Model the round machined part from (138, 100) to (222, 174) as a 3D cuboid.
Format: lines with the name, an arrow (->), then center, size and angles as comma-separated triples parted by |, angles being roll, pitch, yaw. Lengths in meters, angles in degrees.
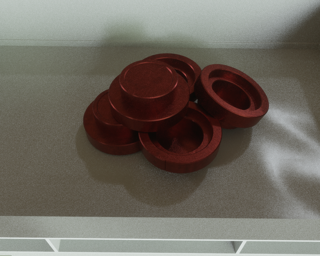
round machined part -> 0.024, 0.014, 0.380 | 0.099, 0.042, 0.098 | 0, 50, 0

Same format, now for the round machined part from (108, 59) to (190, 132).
round machined part -> -0.013, -0.046, 0.374 | 0.099, 0.042, 0.098 | 0, 50, 0

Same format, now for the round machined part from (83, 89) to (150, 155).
round machined part -> -0.050, -0.016, 0.403 | 0.099, 0.042, 0.098 | 0, 50, 0

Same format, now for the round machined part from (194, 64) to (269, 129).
round machined part -> 0.089, -0.037, 0.410 | 0.099, 0.042, 0.098 | 14, 45, -15

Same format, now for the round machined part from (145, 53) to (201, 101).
round machined part -> 0.011, -0.060, 0.443 | 0.099, 0.042, 0.098 | 0, 50, 0
